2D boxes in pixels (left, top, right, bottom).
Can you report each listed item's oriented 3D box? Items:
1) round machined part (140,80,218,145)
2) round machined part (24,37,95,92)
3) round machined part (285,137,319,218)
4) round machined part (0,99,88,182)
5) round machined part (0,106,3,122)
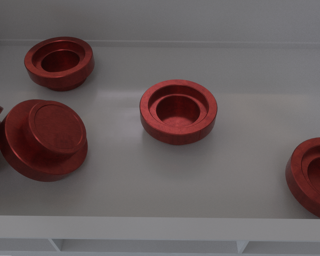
[{"bbox_3d":[0.023,-0.016,0.407,0.099,0.042,0.098,0,50,0],"label":"round machined part"},{"bbox_3d":[-0.149,-0.093,0.471,0.099,0.042,0.098,0,50,0],"label":"round machined part"},{"bbox_3d":[0.190,0.061,0.344,0.099,0.042,0.098,0,50,0],"label":"round machined part"},{"bbox_3d":[-0.124,0.008,0.352,0.098,0.042,0.098,31,40,-30],"label":"round machined part"},{"bbox_3d":[-0.209,0.018,0.355,0.042,0.098,0.098,37,46,-24],"label":"round machined part"}]
